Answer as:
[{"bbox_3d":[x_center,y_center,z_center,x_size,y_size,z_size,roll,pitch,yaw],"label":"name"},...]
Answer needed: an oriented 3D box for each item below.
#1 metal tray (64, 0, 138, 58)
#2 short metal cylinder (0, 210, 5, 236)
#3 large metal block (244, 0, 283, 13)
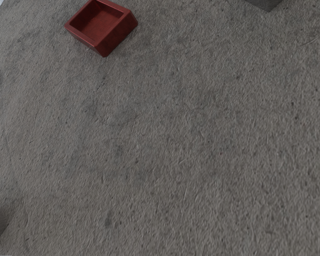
[{"bbox_3d":[-0.113,-0.193,0.577,0.090,0.030,0.130,-48,51,-6],"label":"metal tray"},{"bbox_3d":[-0.266,0.130,0.428,0.050,0.080,0.080,30,78,37],"label":"short metal cylinder"},{"bbox_3d":[0.136,-0.222,0.434,0.050,0.080,0.080,-41,51,1],"label":"large metal block"}]
